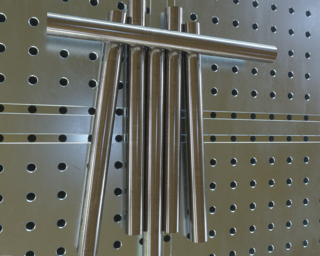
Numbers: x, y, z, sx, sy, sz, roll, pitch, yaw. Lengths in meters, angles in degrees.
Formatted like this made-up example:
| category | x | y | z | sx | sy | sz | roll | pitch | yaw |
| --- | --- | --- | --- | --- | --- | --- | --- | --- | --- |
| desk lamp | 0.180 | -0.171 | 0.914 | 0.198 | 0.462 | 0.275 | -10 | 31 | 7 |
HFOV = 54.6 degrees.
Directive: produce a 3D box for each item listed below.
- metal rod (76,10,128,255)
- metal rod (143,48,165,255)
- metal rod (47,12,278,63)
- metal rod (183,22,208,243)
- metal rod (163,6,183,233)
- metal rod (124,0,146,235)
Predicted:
| category | x | y | z | sx | sy | sz | roll | pitch | yaw |
| --- | --- | --- | --- | --- | --- | --- | --- | --- | --- |
| metal rod | -0.071 | 0.005 | 0.385 | 0.025 | 0.025 | 0.299 | 8 | 87 | -20 |
| metal rod | -0.008 | 0.041 | 0.409 | 0.025 | 0.025 | 0.298 | 1 | 90 | -20 |
| metal rod | 0.018 | -0.110 | 0.392 | 0.302 | 0.025 | 0.025 | 2 | 90 | -20 |
| metal rod | 0.048 | 0.006 | 0.430 | 0.025 | 0.025 | 0.298 | -2 | 91 | -20 |
| metal rod | 0.016 | -0.011 | 0.420 | 0.025 | 0.025 | 0.298 | 1 | 90 | -20 |
| metal rod | -0.032 | -0.015 | 0.401 | 0.025 | 0.025 | 0.298 | 1 | 90 | -20 |
